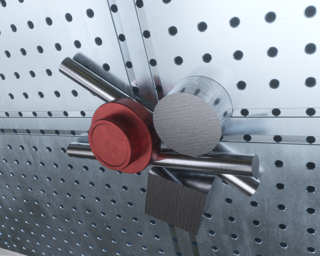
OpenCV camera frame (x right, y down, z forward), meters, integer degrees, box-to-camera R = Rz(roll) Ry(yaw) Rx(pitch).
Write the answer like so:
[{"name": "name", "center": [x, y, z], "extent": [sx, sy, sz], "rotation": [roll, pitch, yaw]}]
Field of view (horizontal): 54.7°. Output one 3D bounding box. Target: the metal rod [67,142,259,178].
[{"name": "metal rod", "center": [-0.020, 0.038, 0.420], "extent": [0.300, 0.025, 0.025], "rotation": [1, 119, 35]}]

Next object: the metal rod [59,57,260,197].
[{"name": "metal rod", "center": [-0.005, -0.005, 0.410], "extent": [0.301, 0.025, 0.025], "rotation": [33, 129, 5]}]

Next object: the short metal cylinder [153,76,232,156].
[{"name": "short metal cylinder", "center": [0.039, -0.014, 0.363], "extent": [0.080, 0.050, 0.079], "rotation": [13, 124, 20]}]

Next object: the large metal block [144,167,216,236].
[{"name": "large metal block", "center": [0.028, 0.090, 0.432], "extent": [0.080, 0.050, 0.079], "rotation": [18, 126, 17]}]

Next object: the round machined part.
[{"name": "round machined part", "center": [-0.051, 0.015, 0.391], "extent": [0.098, 0.042, 0.097], "rotation": [14, 117, 29]}]
